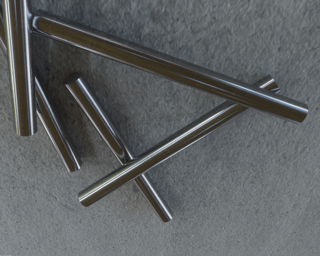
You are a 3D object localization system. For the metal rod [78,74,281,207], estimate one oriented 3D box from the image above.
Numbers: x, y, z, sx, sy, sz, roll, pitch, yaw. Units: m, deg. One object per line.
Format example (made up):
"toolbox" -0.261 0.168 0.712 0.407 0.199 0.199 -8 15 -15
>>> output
"metal rod" 0.013 0.025 0.405 0.300 0.025 0.025 -32 124 16

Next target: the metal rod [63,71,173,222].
"metal rod" -0.045 0.048 0.446 0.025 0.025 0.299 -17 128 14

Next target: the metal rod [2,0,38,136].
"metal rod" -0.131 -0.119 0.282 0.025 0.025 0.298 8 123 -7

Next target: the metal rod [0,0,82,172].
"metal rod" -0.149 -0.057 0.356 0.025 0.025 0.298 -7 130 6

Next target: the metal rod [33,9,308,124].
"metal rod" 0.018 -0.062 0.333 0.302 0.025 0.025 18 128 -8
